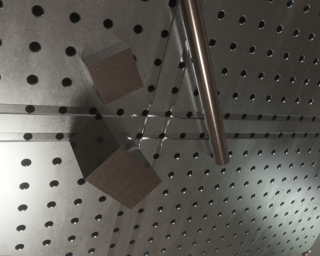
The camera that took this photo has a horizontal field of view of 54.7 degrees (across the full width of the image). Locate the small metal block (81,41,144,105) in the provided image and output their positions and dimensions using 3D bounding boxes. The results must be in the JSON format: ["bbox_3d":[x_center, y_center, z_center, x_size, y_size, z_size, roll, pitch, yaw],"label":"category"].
[{"bbox_3d":[-0.052,-0.061,0.346,0.050,0.025,0.050,-27,128,-12],"label":"small metal block"}]

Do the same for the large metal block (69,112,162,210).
[{"bbox_3d":[-0.054,0.039,0.371,0.050,0.080,0.080,-43,130,1],"label":"large metal block"}]

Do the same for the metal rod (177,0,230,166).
[{"bbox_3d":[0.061,-0.060,0.409,0.025,0.025,0.299,-28,128,-11],"label":"metal rod"}]
